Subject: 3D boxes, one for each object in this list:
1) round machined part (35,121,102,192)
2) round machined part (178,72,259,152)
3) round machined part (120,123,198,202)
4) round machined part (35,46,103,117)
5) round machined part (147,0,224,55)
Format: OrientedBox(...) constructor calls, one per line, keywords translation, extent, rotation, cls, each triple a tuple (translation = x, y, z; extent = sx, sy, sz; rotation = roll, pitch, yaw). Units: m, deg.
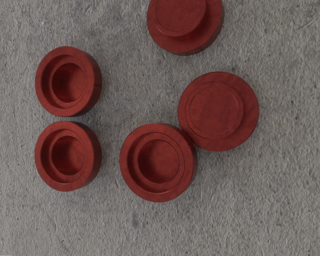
OrientedBox(translation=(-0.126, 0.039, 0.444), extent=(0.098, 0.042, 0.097), rotation=(0, 90, 20), cls="round machined part")
OrientedBox(translation=(0.068, -0.020, 0.376), extent=(0.098, 0.042, 0.097), rotation=(0, 90, 20), cls="round machined part")
OrientedBox(translation=(0.001, 0.042, 0.398), extent=(0.098, 0.042, 0.097), rotation=(1, 92, 21), cls="round machined part")
OrientedBox(translation=(-0.125, -0.064, 0.444), extent=(0.098, 0.042, 0.097), rotation=(0, 90, 20), cls="round machined part")
OrientedBox(translation=(0.028, -0.144, 0.390), extent=(0.098, 0.042, 0.097), rotation=(0, 90, 20), cls="round machined part")
